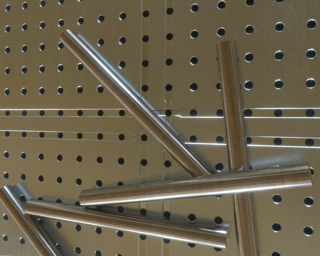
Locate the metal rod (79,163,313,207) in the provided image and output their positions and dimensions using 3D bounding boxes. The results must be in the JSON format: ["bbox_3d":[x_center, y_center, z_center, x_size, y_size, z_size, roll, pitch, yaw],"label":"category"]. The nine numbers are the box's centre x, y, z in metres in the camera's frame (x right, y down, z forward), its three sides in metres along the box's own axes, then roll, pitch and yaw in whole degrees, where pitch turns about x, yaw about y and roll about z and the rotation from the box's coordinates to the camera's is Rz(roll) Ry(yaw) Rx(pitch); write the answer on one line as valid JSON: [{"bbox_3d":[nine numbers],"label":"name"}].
[{"bbox_3d":[0.022,0.075,0.381,0.300,0.025,0.025,-12,86,27],"label":"metal rod"}]

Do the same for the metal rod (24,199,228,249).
[{"bbox_3d":[-0.059,0.130,0.432,0.301,0.025,0.025,3,91,19],"label":"metal rod"}]

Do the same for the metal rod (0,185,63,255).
[{"bbox_3d":[-0.152,0.206,0.464,0.300,0.025,0.025,47,104,13],"label":"metal rod"}]

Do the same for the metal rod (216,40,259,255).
[{"bbox_3d":[0.096,0.044,0.378,0.025,0.025,0.298,-6,88,19],"label":"metal rod"}]

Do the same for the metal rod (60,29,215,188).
[{"bbox_3d":[-0.036,-0.032,0.424,0.300,0.025,0.025,46,104,14],"label":"metal rod"}]
